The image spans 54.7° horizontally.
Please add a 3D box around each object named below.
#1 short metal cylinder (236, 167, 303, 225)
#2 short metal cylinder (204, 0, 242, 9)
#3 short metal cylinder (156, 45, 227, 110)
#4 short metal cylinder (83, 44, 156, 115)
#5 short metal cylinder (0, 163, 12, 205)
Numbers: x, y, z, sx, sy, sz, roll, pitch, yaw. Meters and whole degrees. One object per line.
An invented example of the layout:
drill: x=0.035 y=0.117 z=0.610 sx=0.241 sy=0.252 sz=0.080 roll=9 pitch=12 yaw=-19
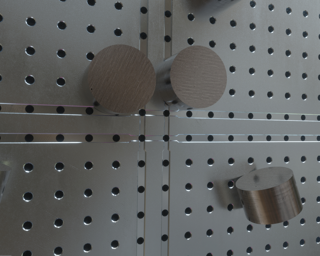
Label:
short metal cylinder: x=0.155 y=0.094 z=0.443 sx=0.081 sy=0.080 sz=0.050 roll=-21 pitch=98 yaw=-19
short metal cylinder: x=0.097 y=-0.217 z=0.436 sx=0.081 sy=0.050 sz=0.079 roll=0 pitch=90 yaw=-20
short metal cylinder: x=0.042 y=-0.065 z=0.416 sx=0.081 sy=0.050 sz=0.079 roll=0 pitch=90 yaw=-21
short metal cylinder: x=-0.051 y=-0.057 z=0.381 sx=0.081 sy=0.050 sz=0.079 roll=0 pitch=90 yaw=-20
short metal cylinder: x=-0.199 y=0.056 z=0.310 sx=0.081 sy=0.080 sz=0.050 roll=17 pitch=84 yaw=-20
